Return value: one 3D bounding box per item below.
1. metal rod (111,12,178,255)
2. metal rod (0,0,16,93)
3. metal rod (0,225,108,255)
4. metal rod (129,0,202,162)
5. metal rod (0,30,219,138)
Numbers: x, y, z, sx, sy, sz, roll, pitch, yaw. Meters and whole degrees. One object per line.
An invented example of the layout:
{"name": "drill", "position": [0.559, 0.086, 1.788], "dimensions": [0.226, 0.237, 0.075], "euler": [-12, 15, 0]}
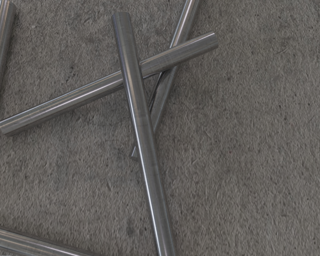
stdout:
{"name": "metal rod", "position": [-0.021, 0.003, 0.375], "dimensions": [0.025, 0.025, 0.298], "euler": [-11, 82, -4]}
{"name": "metal rod", "position": [-0.233, -0.047, 0.423], "dimensions": [0.025, 0.025, 0.299], "euler": [0, 70, 0]}
{"name": "metal rod", "position": [-0.089, 0.151, 0.352], "dimensions": [0.301, 0.025, 0.025], "euler": [14, 71, 5]}
{"name": "metal rod", "position": [0.017, -0.094, 0.442], "dimensions": [0.025, 0.025, 0.299], "euler": [16, 71, 6]}
{"name": "metal rod", "position": [-0.065, -0.059, 0.411], "dimensions": [0.301, 0.025, 0.025], "euler": [-24, 72, -2]}
